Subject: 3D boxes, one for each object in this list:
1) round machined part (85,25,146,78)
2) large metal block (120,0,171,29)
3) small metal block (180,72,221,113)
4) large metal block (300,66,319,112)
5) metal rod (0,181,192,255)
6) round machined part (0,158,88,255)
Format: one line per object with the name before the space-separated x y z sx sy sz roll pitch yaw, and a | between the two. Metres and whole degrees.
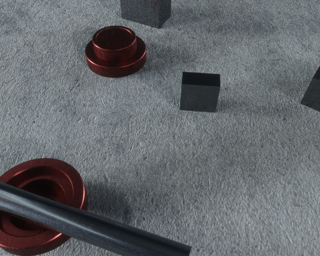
round machined part | -0.072 -0.129 0.500 0.099 0.042 0.098 0 50 0
large metal block | -0.026 -0.240 0.569 0.080 0.080 0.050 21 53 17
small metal block | 0.054 -0.049 0.428 0.050 0.050 0.025 4 50 3
large metal block | 0.260 -0.059 0.438 0.080 0.050 0.080 28 55 21
metal rod | -0.120 0.073 0.286 0.301 0.025 0.025 15 52 12
round machined part | -0.124 0.083 0.321 0.099 0.042 0.098 0 50 0
